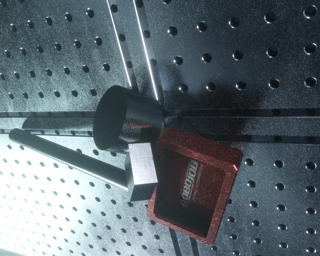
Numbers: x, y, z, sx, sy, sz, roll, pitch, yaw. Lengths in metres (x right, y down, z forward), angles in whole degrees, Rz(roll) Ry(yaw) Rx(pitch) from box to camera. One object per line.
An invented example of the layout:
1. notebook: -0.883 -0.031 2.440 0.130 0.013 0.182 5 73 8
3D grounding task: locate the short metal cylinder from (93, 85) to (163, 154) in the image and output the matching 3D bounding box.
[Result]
1. short metal cylinder: -0.042 -0.008 0.383 0.050 0.080 0.080 15 140 -36

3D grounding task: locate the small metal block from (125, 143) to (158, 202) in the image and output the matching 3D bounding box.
1. small metal block: -0.024 0.052 0.361 0.025 0.050 0.050 -3 147 -15

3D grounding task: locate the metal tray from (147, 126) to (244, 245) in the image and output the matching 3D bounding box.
1. metal tray: 0.036 0.070 0.363 0.090 0.030 0.129 19 126 17

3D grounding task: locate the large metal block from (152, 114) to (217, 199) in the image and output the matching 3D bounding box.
1. large metal block: 0.020 0.042 0.408 0.080 0.050 0.080 46 129 -5

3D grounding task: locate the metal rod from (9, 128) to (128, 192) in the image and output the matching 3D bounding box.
1. metal rod: -0.136 0.045 0.470 0.300 0.025 0.025 15 125 33
